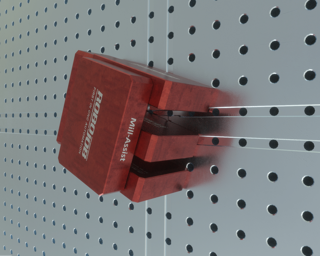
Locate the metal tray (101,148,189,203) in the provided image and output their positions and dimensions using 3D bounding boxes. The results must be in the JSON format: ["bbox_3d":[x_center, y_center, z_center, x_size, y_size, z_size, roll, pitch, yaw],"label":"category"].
[{"bbox_3d":[-0.041,0.044,0.401,0.130,0.091,0.030,27,107,36],"label":"metal tray"}]

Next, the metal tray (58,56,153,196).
[{"bbox_3d":[-0.064,-0.004,0.342,0.090,0.030,0.129,26,107,37],"label":"metal tray"}]

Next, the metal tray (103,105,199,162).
[{"bbox_3d":[-0.028,0.000,0.390,0.130,0.091,0.030,25,105,36],"label":"metal tray"}]

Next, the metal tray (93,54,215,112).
[{"bbox_3d":[-0.012,-0.055,0.376,0.130,0.091,0.030,27,107,37],"label":"metal tray"}]

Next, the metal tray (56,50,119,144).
[{"bbox_3d":[-0.096,-0.040,0.444,0.030,0.090,0.129,20,104,16],"label":"metal tray"}]
